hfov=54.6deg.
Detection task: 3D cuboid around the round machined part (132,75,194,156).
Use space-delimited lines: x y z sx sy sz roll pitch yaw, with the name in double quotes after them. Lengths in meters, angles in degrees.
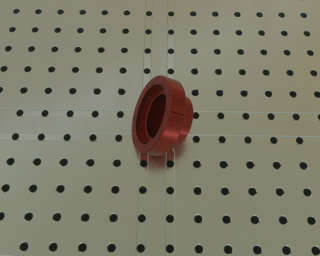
0.005 -0.013 0.388 0.042 0.098 0.098 15 67 -28 "round machined part"
